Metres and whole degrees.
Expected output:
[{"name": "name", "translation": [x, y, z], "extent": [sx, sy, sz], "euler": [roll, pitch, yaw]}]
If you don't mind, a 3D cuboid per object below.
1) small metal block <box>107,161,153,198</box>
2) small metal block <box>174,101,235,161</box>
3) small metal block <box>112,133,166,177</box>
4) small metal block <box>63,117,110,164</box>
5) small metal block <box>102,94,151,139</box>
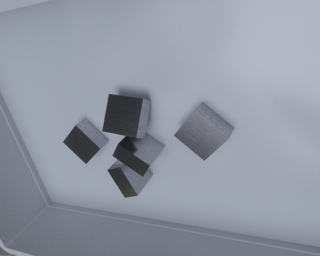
[{"name": "small metal block", "translation": [-0.042, 0.065, 0.453], "extent": [0.025, 0.050, 0.050], "euler": [-18, 109, 35]}, {"name": "small metal block", "translation": [0.054, 0.004, 0.382], "extent": [0.050, 0.025, 0.050], "euler": [40, 129, 0]}, {"name": "small metal block", "translation": [-0.028, 0.031, 0.425], "extent": [0.050, 0.050, 0.025], "euler": [34, 129, 5]}, {"name": "small metal block", "translation": [-0.115, 0.020, 0.480], "extent": [0.050, 0.025, 0.050], "euler": [44, 129, -3]}, {"name": "small metal block", "translation": [-0.043, -0.015, 0.406], "extent": [0.050, 0.025, 0.050], "euler": [10, 90, 22]}]
